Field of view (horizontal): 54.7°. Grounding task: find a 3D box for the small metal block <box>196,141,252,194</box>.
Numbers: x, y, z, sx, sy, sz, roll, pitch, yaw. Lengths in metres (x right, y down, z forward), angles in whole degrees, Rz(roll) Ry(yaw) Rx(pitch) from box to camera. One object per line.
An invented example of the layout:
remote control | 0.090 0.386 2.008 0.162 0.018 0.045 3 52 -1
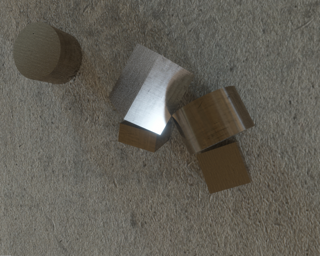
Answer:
small metal block | 0.079 0.048 0.381 0.050 0.025 0.050 -21 83 18

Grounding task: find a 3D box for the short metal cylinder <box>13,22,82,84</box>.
short metal cylinder | -0.163 -0.107 0.451 0.080 0.050 0.079 0 90 19

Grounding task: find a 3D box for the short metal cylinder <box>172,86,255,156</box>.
short metal cylinder | 0.061 -0.007 0.358 0.080 0.080 0.050 -28 81 17

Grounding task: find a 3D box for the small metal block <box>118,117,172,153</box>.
small metal block | -0.018 0.005 0.399 0.050 0.050 0.025 16 112 19

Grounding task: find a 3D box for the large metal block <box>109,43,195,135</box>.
large metal block | -0.014 -0.050 0.378 0.080 0.050 0.080 -60 30 10
